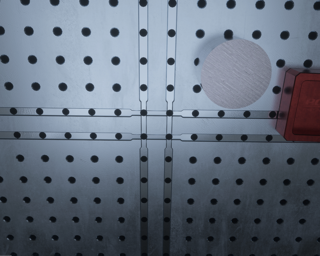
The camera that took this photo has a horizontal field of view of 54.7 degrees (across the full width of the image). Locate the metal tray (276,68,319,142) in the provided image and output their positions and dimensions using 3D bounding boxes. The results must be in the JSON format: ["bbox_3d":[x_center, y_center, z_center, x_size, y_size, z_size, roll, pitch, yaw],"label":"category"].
[{"bbox_3d":[0.227,-0.028,0.402,0.131,0.030,0.089,2,110,-1],"label":"metal tray"}]

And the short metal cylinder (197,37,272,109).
[{"bbox_3d":[0.087,-0.068,0.375,0.081,0.050,0.079,0,110,0],"label":"short metal cylinder"}]
